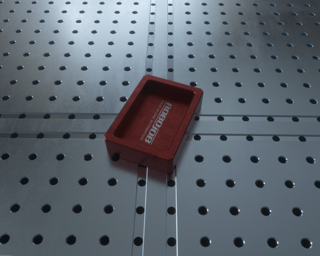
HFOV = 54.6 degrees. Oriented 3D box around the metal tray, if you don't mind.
[{"bbox_3d":[-0.004,-0.011,0.414,0.090,0.030,0.130,17,52,13],"label":"metal tray"}]
